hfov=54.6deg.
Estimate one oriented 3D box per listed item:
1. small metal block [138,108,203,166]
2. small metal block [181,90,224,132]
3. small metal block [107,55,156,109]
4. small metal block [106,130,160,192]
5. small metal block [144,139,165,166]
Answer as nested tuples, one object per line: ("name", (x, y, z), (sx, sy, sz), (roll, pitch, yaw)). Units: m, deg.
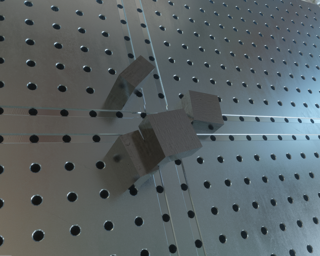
("small metal block", (0.011, 0.009, 0.344), (0.050, 0.025, 0.050), (-12, 68, -33))
("small metal block", (0.062, -0.024, 0.455), (0.050, 0.025, 0.050), (8, 58, -24))
("small metal block", (-0.038, -0.060, 0.408), (0.025, 0.050, 0.050), (39, 51, -2))
("small metal block", (-0.032, 0.038, 0.351), (0.025, 0.050, 0.050), (-19, 72, -35))
("small metal block", (-0.002, 0.028, 0.374), (0.050, 0.050, 0.025), (-18, 72, -35))
